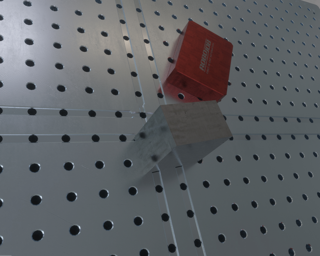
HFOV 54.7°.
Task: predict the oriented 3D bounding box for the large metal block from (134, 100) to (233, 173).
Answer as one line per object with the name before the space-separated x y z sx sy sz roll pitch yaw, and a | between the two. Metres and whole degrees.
large metal block | 0.026 0.011 0.380 0.081 0.080 0.050 -8 66 -32

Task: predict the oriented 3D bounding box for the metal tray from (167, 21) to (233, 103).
metal tray | 0.069 -0.110 0.509 0.090 0.030 0.130 25 53 -13
